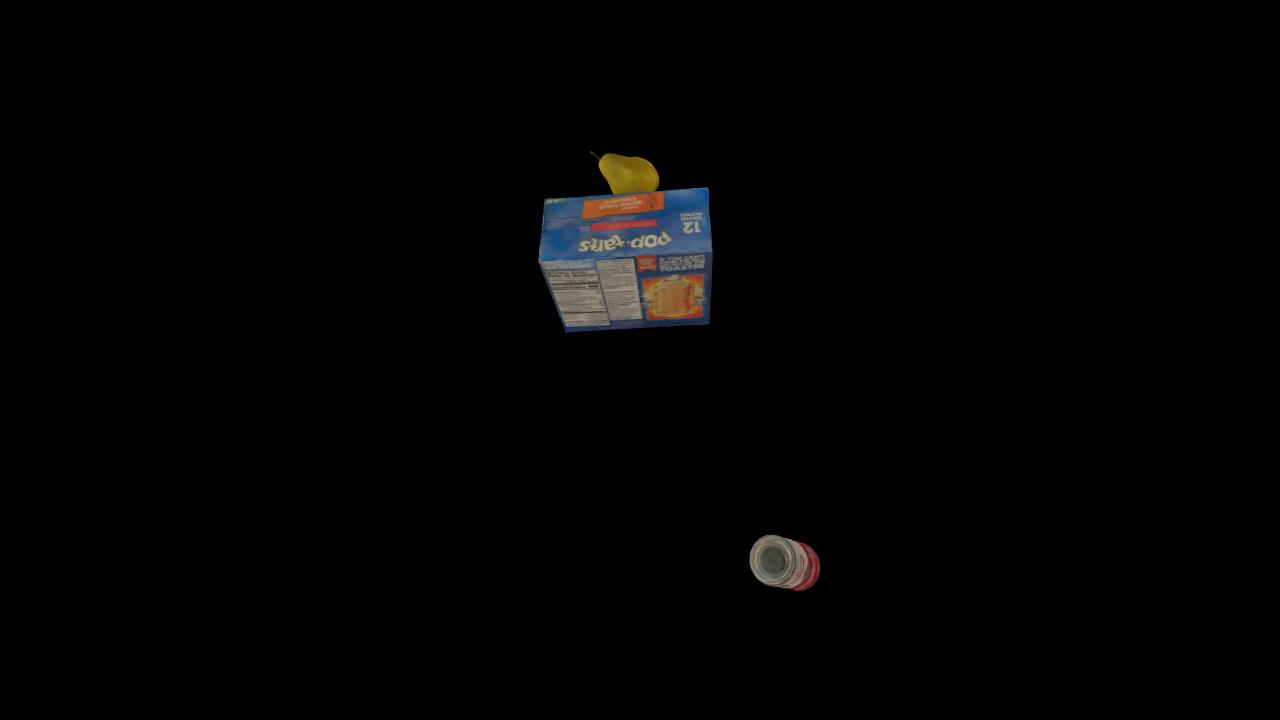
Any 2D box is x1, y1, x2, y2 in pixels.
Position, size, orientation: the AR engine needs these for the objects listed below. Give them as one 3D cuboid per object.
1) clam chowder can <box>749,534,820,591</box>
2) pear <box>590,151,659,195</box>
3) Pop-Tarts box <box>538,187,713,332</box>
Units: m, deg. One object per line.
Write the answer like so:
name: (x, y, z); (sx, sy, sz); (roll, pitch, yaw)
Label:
clam chowder can: (0.202, 0.283, 0.858); (0.068, 0.068, 0.102); (0, -20, 36)
pear: (-0.028, -0.283, 0.937); (0.111, 0.080, 0.080); (38, -5, -7)
Pop-Tarts box: (-0.009, -0.101, 0.654); (0.167, 0.083, 0.141); (-4, -26, 3)
